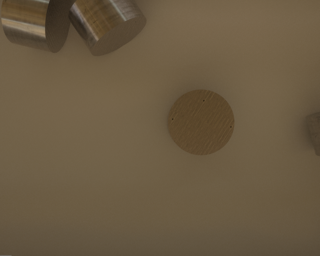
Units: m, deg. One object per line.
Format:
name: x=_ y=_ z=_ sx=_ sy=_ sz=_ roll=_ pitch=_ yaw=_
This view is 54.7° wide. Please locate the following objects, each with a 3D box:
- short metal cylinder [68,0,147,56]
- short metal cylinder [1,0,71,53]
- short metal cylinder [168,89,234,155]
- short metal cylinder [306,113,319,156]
short metal cylinder: x=-0.064 y=-0.133 z=0.383 sx=0.080 sy=0.080 sz=0.050 roll=-33 pitch=90 yaw=0
short metal cylinder: x=-0.149 y=-0.138 z=0.383 sx=0.050 sy=0.080 sz=0.080 roll=13 pitch=90 yaw=0
short metal cylinder: x=0.050 y=-0.007 z=0.399 sx=0.081 sy=0.050 sz=0.080 roll=0 pitch=90 yaw=0
short metal cylinder: x=0.231 y=0.001 z=0.385 sx=0.080 sy=0.080 sz=0.050 roll=-14 pitch=90 yaw=0
